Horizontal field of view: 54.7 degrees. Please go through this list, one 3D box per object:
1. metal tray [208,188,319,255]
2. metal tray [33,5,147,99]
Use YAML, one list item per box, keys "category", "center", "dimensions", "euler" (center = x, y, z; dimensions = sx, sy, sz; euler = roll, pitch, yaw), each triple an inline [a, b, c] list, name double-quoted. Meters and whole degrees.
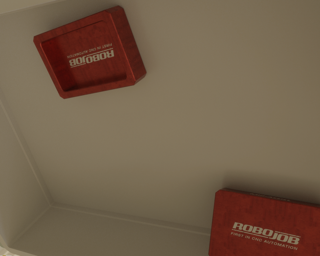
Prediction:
- category: "metal tray"
  center: [0.132, 0.131, 0.387]
  dimensions: [0.130, 0.030, 0.089]
  euler: [6, 87, 25]
- category: "metal tray"
  center: [-0.091, -0.091, 0.396]
  dimensions: [0.130, 0.030, 0.090]
  euler: [-6, 116, 31]
